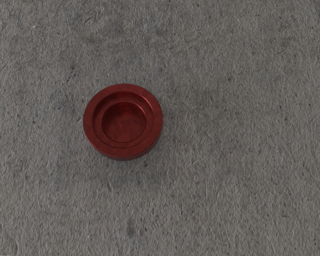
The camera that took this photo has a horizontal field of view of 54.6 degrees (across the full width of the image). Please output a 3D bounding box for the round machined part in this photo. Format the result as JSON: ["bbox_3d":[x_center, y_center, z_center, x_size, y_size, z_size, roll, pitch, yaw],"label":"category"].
[{"bbox_3d":[-0.045,-0.005,0.401,0.099,0.042,0.098,0,70,0],"label":"round machined part"}]
